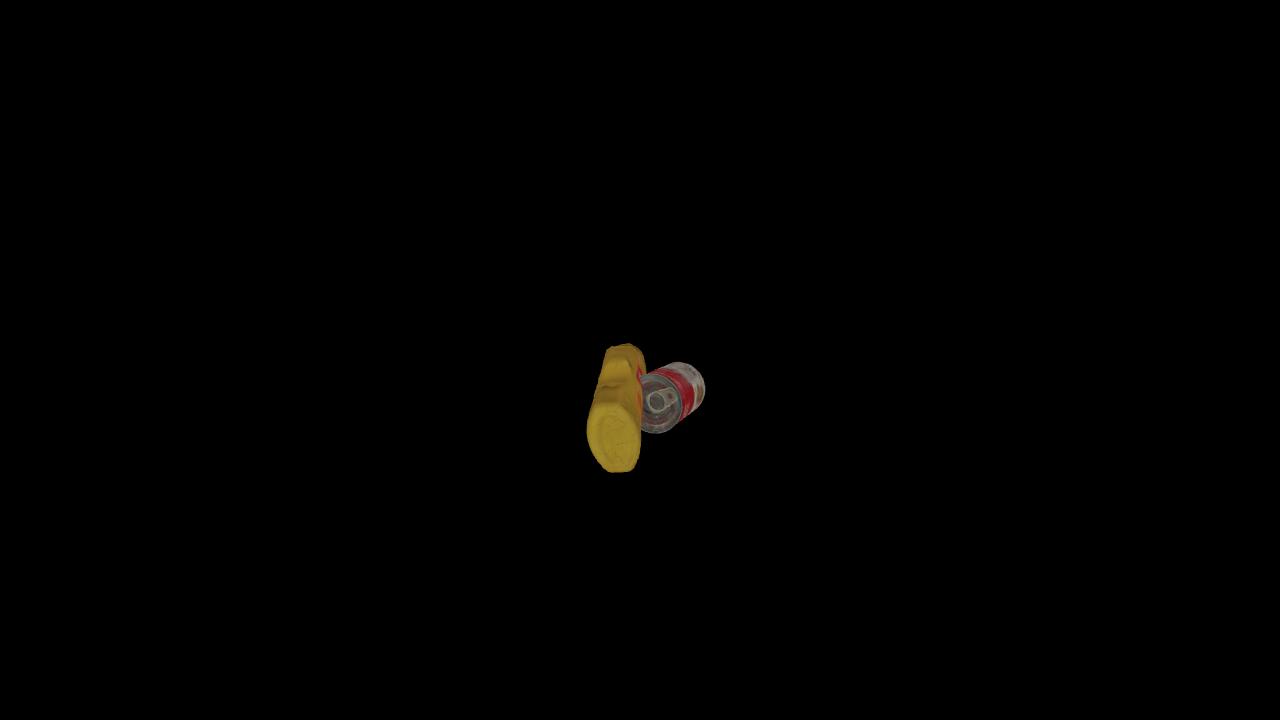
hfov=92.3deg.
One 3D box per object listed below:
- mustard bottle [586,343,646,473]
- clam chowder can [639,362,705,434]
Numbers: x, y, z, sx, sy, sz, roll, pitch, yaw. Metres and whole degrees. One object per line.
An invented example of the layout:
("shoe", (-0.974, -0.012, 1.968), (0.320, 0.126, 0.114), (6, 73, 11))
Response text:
("mustard bottle", (-0.021, 0.033, 0.689), (0.054, 0.092, 0.184), (-9, 30, 10))
("clam chowder can", (0.032, 0.041, 0.717), (0.068, 0.068, 0.102), (0, 8, 21))
